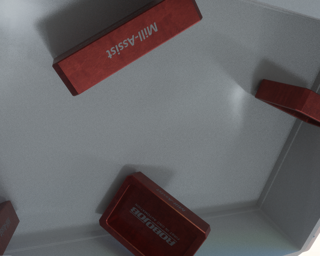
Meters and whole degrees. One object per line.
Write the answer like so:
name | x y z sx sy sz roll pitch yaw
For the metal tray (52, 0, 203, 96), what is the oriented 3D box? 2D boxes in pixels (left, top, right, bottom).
metal tray | -0.036 -0.083 0.293 0.131 0.090 0.030 -33 113 -7

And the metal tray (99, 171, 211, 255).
metal tray | -0.009 0.133 0.425 0.090 0.130 0.030 -58 165 13

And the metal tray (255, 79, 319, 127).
metal tray | 0.217 -0.029 0.455 0.131 0.090 0.030 20 98 -27

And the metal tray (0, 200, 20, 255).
metal tray | -0.200 0.118 0.307 0.091 0.130 0.030 -23 97 -15
